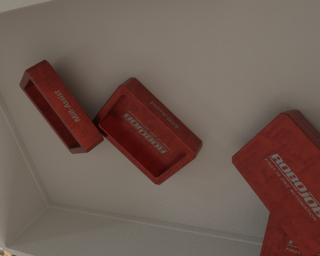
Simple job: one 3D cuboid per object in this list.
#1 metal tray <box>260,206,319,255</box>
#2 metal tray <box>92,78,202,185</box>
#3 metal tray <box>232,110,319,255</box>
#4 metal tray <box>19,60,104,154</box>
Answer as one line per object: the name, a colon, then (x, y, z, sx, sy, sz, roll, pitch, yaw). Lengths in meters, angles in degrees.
metal tray: (0.186, 0.143, 0.348, 0.130, 0.090, 0.030, 10, 164, 31)
metal tray: (-0.019, 0.008, 0.418, 0.130, 0.030, 0.090, 44, 129, -3)
metal tray: (0.149, 0.057, 0.327, 0.130, 0.030, 0.089, 55, 131, 21)
metal tray: (-0.142, -0.024, 0.439, 0.130, 0.030, 0.090, 56, 153, -12)
